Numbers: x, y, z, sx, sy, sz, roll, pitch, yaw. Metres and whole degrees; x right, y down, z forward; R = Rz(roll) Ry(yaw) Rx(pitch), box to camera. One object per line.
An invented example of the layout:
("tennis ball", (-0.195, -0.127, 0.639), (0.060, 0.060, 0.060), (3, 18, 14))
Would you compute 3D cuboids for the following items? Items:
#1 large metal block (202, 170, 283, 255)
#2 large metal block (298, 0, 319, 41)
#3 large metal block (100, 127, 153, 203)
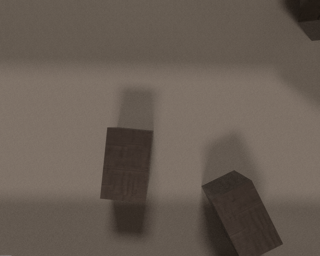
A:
("large metal block", (0.097, 0.105, 0.385), (0.050, 0.080, 0.080), (-26, 90, 0))
("large metal block", (0.220, -0.144, 0.371), (0.080, 0.080, 0.050), (5, 90, 36))
("large metal block", (-0.038, 0.041, 0.383), (0.050, 0.080, 0.079), (6, 90, 0))
